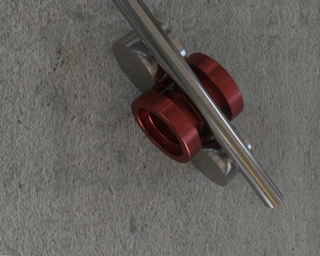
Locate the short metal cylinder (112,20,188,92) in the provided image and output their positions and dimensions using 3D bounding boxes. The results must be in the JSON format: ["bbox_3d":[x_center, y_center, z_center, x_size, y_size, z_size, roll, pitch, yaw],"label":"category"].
[{"bbox_3d":[-0.012,-0.084,0.377,0.050,0.080,0.080,-41,103,-16],"label":"short metal cylinder"}]

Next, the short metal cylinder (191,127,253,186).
[{"bbox_3d":[0.075,0.030,0.410,0.050,0.080,0.080,-41,103,-16],"label":"short metal cylinder"}]

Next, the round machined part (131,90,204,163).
[{"bbox_3d":[0.014,-0.007,0.376,0.042,0.098,0.098,-42,104,-19],"label":"round machined part"}]

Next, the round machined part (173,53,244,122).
[{"bbox_3d":[0.055,-0.043,0.393,0.042,0.098,0.098,-40,103,-11],"label":"round machined part"}]

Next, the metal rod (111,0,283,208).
[{"bbox_3d":[0.049,-0.026,0.345,0.025,0.025,0.300,-42,104,-15],"label":"metal rod"}]
